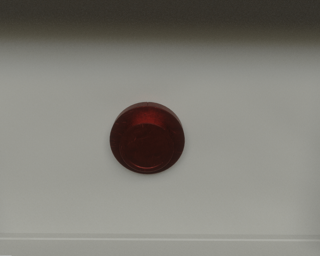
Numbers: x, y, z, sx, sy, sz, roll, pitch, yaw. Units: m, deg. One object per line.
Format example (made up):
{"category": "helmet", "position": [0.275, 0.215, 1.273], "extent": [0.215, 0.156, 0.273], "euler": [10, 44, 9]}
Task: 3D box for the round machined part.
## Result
{"category": "round machined part", "position": [-0.017, 0.018, 0.405], "extent": [0.099, 0.042, 0.097], "euler": [0, 110, -1]}
